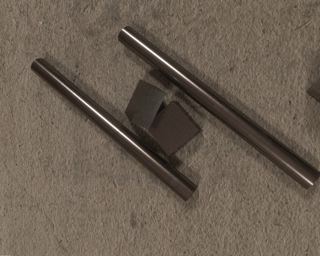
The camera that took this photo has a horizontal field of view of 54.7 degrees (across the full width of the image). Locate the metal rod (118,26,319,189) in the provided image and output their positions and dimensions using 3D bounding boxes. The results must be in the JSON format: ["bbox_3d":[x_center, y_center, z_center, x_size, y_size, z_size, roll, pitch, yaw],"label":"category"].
[{"bbox_3d":[0.062,-0.035,0.386,0.300,0.025,0.025,40,103,15],"label":"metal rod"}]

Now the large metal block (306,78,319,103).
[{"bbox_3d":[0.216,-0.043,0.320,0.080,0.050,0.080,45,104,14],"label":"large metal block"}]

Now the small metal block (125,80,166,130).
[{"bbox_3d":[-0.020,-0.032,0.399,0.025,0.050,0.050,23,100,-21],"label":"small metal block"}]

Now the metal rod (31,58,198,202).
[{"bbox_3d":[-0.073,-0.006,0.433,0.300,0.025,0.025,39,102,15],"label":"metal rod"}]

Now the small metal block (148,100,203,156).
[{"bbox_3d":[0.018,0.000,0.402,0.050,0.025,0.050,-42,77,15],"label":"small metal block"}]
